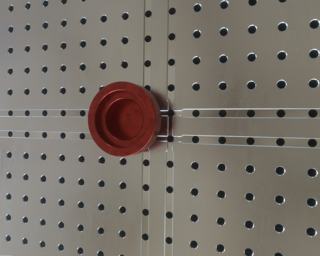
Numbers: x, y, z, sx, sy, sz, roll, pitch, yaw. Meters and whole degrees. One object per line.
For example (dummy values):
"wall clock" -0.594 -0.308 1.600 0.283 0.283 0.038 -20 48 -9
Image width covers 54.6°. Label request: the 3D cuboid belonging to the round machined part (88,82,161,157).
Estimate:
"round machined part" -0.044 -0.011 0.420 0.098 0.042 0.097 0 90 20
